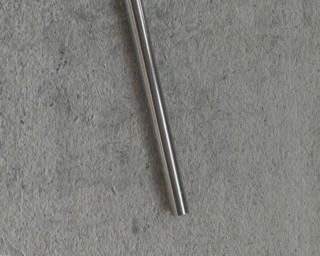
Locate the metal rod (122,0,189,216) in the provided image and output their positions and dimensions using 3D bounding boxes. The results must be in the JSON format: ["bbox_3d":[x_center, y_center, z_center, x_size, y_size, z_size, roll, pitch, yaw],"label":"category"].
[{"bbox_3d":[-0.006,-0.032,0.406,0.025,0.025,0.298,-14,95,-19],"label":"metal rod"}]
